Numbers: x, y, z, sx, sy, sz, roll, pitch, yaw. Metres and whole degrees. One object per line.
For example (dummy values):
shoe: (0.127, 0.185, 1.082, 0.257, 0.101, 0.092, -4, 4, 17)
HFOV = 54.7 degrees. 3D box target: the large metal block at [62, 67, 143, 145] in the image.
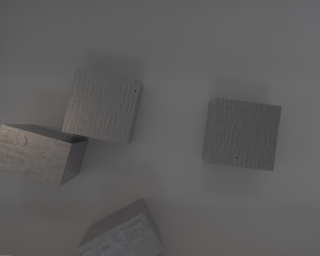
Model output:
large metal block: (-0.070, -0.027, 0.398, 0.080, 0.050, 0.080, 12, 90, 0)

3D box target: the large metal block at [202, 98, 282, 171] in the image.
large metal block: (0.102, 0.008, 0.399, 0.080, 0.050, 0.080, 7, 90, 0)

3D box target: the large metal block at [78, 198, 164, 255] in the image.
large metal block: (-0.045, 0.135, 0.380, 0.080, 0.080, 0.050, -28, 90, -5)

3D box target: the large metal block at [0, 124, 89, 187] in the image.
large metal block: (-0.143, 0.030, 0.383, 0.080, 0.080, 0.050, 16, 90, 0)
